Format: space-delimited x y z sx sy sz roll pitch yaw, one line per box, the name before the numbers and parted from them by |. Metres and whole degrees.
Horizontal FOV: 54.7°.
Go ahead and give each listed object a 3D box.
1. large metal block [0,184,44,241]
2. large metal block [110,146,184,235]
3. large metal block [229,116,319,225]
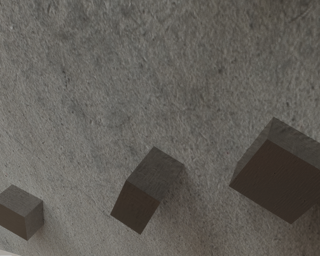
large metal block | -0.296 0.178 0.653 0.080 0.050 0.079 23 127 14
large metal block | -0.018 0.086 0.432 0.050 0.080 0.079 32 128 7
large metal block | 0.137 0.048 0.348 0.080 0.050 0.079 32 128 7
